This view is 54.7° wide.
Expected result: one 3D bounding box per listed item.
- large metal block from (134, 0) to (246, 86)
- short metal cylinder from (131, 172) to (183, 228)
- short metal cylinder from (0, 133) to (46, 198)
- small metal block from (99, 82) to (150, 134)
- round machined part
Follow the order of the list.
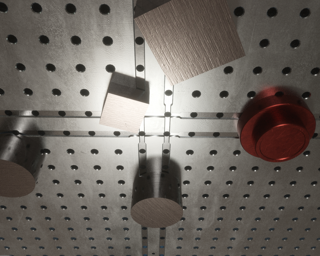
[{"bbox_3d":[0.030,-0.101,0.310,0.080,0.050,0.080,-21,128,16],"label":"large metal block"},{"bbox_3d":[-0.005,0.115,0.493,0.081,0.050,0.079,0,130,0],"label":"short metal cylinder"},{"bbox_3d":[-0.210,0.053,0.438,0.081,0.050,0.079,-1,130,0],"label":"short metal cylinder"},{"bbox_3d":[-0.045,-0.025,0.390,0.050,0.025,0.050,15,129,-13],"label":"small metal block"},{"bbox_3d":[0.156,0.008,0.410,0.099,0.042,0.097,-1,130,0],"label":"round machined part"}]
